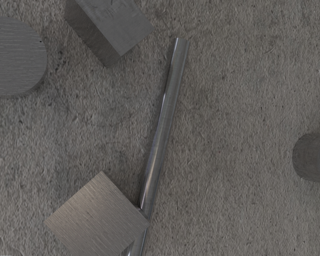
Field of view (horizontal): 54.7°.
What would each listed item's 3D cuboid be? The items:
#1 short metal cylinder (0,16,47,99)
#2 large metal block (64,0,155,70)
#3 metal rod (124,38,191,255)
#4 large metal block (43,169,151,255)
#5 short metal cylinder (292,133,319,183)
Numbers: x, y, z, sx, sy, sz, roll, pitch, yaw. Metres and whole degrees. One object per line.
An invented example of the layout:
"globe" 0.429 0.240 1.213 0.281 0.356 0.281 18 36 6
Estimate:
"short metal cylinder" -0.165 -0.073 0.335 0.081 0.050 0.080 0 90 -20
"large metal block" -0.062 -0.121 0.357 0.050 0.080 0.080 -43 104 -15
"metal rod" -0.004 0.028 0.407 0.025 0.025 0.299 14 85 -20
"large metal block" -0.069 0.105 0.357 0.080 0.050 0.080 -42 90 -9
"short metal cylinder" 0.260 0.048 0.492 0.081 0.050 0.080 0 90 -20
